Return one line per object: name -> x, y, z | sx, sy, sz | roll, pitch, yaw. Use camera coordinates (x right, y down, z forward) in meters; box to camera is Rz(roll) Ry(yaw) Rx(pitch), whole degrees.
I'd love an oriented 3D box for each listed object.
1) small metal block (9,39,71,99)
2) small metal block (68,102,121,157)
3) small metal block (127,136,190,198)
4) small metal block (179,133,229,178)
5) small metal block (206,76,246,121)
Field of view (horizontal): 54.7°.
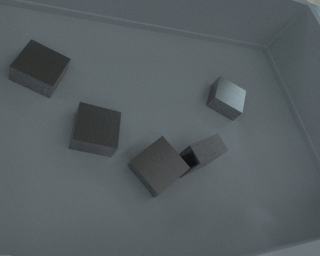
small metal block -> -0.143, -0.071, 0.372 | 0.050, 0.025, 0.050 | 26, 53, -12
small metal block -> -0.075, 0.002, 0.363 | 0.050, 0.025, 0.050 | 14, 56, -21
small metal block -> -0.002, 0.046, 0.368 | 0.050, 0.025, 0.050 | -38, 83, -23
small metal block -> 0.050, 0.035, 0.394 | 0.050, 0.050, 0.025 | -19, 72, -36
small metal block -> 0.105, -0.047, 0.491 | 0.050, 0.025, 0.050 | 28, 52, -11
